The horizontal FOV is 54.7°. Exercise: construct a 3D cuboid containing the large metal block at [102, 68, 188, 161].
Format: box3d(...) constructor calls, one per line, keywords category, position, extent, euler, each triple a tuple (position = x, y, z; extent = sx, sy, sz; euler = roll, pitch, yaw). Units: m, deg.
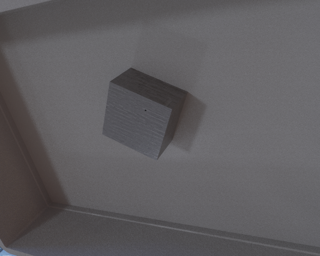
box3d(category="large metal block", position=(-0.021, -0.018, 0.391), extent=(0.080, 0.050, 0.079), euler=(25, 127, 12))
